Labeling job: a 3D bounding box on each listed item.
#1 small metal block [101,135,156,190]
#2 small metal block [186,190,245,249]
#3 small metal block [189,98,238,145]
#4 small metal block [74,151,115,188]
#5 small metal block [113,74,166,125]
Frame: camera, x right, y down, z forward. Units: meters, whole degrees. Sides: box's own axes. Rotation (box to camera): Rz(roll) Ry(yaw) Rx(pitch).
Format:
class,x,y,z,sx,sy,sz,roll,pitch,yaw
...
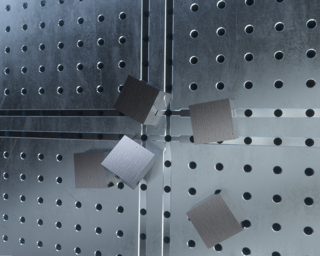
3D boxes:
class,x,y,z,sx,sy,sz,roll,pitch,yaw
small metal block,-0.041,0.046,0.414,0.050,0.025,0.050,32,69,16
small metal block,0.070,0.113,0.388,0.050,0.025,0.050,-35,79,16
small metal block,0.067,-0.007,0.389,0.050,0.025,0.050,-9,87,19
small metal block,-0.094,0.060,0.444,0.050,0.025,0.050,-4,89,19
small metal block,-0.028,-0.038,0.421,0.050,0.025,0.050,29,99,17
